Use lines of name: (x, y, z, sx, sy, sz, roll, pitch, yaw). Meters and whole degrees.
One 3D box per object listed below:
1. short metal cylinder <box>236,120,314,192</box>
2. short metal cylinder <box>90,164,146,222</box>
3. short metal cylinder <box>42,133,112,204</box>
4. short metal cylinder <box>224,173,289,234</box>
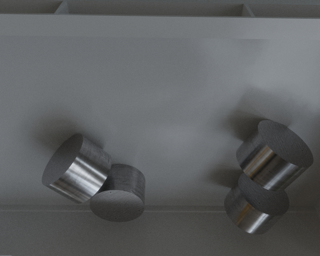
short metal cylinder: (0.148, 0.035, 0.404, 0.080, 0.080, 0.050, 18, 128, -15)
short metal cylinder: (-0.063, 0.101, 0.478, 0.081, 0.050, 0.079, 0, 130, 0)
short metal cylinder: (-0.112, 0.054, 0.418, 0.080, 0.080, 0.050, -33, 123, 25)
short metal cylinder: (0.145, 0.112, 0.469, 0.081, 0.080, 0.050, 13, 129, -11)
